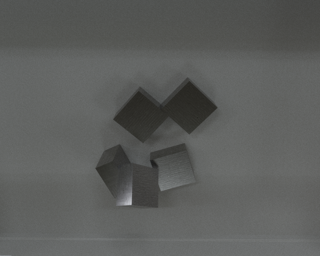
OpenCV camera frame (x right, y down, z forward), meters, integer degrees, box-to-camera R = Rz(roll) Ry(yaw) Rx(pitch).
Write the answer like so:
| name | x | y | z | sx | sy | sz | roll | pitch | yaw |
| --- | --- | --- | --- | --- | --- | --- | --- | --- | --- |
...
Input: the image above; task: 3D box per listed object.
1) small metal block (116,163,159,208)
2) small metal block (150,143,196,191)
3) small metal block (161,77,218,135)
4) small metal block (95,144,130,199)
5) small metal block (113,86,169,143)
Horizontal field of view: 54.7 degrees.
| name | x | y | z | sx | sy | sz | roll | pitch | yaw |
| --- | --- | --- | --- | --- | --- | --- | --- | --- | --- |
| small metal block | -0.027 | 0.075 | 0.394 | 0.025 | 0.050 | 0.050 | -14 | 156 | 35 |
| small metal block | 0.018 | 0.054 | 0.431 | 0.050 | 0.025 | 0.050 | -16 | 109 | 5 |
| small metal block | 0.037 | -0.029 | 0.401 | 0.050 | 0.025 | 0.050 | 41 | 105 | -14 |
| small metal block | -0.058 | 0.058 | 0.418 | 0.025 | 0.050 | 0.050 | -24 | 109 | 12 |
| small metal block | -0.024 | -0.017 | 0.405 | 0.050 | 0.025 | 0.050 | 40 | 105 | -13 |
